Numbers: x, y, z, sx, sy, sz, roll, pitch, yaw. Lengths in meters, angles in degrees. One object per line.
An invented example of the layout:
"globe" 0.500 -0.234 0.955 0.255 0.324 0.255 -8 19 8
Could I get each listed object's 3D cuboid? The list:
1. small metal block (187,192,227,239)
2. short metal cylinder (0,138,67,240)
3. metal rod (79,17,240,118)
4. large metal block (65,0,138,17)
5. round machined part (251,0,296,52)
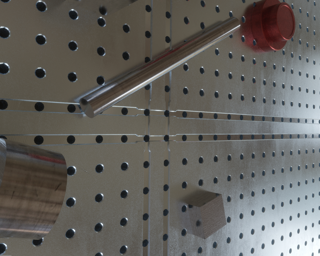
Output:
"small metal block" 0.072 0.131 0.470 0.050 0.025 0.050 -18 101 -39
"short metal cylinder" -0.124 0.054 0.270 0.050 0.080 0.080 21 77 -38
"metal rod" 0.020 -0.096 0.425 0.302 0.025 0.025 -36 113 -34
"large metal block" -0.054 -0.175 0.327 0.050 0.080 0.080 10 84 -40
"round machined part" 0.217 -0.195 0.579 0.099 0.042 0.097 0 90 -40
